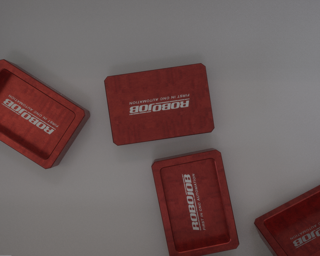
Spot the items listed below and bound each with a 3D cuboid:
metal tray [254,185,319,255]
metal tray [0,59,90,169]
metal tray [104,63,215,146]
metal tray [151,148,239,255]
[{"bbox_3d":[0.195,0.121,0.378,0.130,0.090,0.030,-28,115,0],"label":"metal tray"},{"bbox_3d":[-0.172,-0.018,0.407,0.130,0.030,0.090,33,90,0],"label":"metal tray"},{"bbox_3d":[-0.001,-0.030,0.409,0.131,0.030,0.089,-8,90,0],"label":"metal tray"},{"bbox_3d":[0.045,0.098,0.409,0.091,0.030,0.129,-11,90,0],"label":"metal tray"}]
